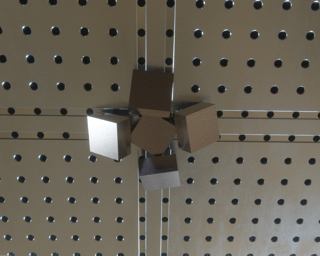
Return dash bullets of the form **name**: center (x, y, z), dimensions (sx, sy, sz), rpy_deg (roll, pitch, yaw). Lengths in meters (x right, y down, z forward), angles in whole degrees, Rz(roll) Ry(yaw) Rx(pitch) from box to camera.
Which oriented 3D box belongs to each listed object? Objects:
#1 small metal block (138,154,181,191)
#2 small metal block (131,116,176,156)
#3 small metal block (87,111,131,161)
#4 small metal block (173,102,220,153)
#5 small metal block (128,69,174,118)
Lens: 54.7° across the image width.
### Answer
- **small metal block**: center (0.000, 0.062, 0.423), dimensions (0.050, 0.025, 0.050), rpy_deg (-8, 146, 3)
- **small metal block**: center (-0.009, 0.005, 0.415), dimensions (0.050, 0.025, 0.050), rpy_deg (30, 107, -11)
- **small metal block**: center (-0.066, 0.009, 0.404), dimensions (0.050, 0.025, 0.050), rpy_deg (13, 114, 32)
- **small metal block**: center (0.048, -0.002, 0.401), dimensions (0.050, 0.025, 0.050), rpy_deg (-22, 113, -30)
- **small metal block**: center (-0.011, -0.042, 0.384), dimensions (0.050, 0.025, 0.050), rpy_deg (6, 74, -3)
